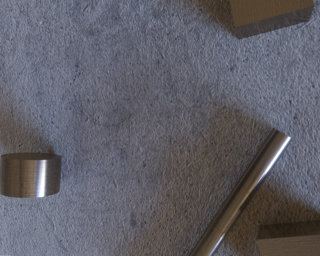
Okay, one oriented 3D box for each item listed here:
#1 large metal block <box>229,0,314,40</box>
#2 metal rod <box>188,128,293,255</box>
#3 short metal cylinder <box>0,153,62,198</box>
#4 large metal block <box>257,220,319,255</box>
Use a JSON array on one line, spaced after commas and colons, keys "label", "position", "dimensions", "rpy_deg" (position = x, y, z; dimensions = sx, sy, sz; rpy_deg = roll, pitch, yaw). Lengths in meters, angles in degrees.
[{"label": "large metal block", "position": [0.121, -0.157, 0.353], "dimensions": [0.080, 0.050, 0.080], "rpy_deg": [-11, 86, 19]}, {"label": "metal rod", "position": [0.068, 0.133, 0.384], "dimensions": [0.025, 0.025, 0.299], "rpy_deg": [34, 100, 16]}, {"label": "short metal cylinder", "position": [-0.184, 0.065, 0.443], "dimensions": [0.080, 0.080, 0.050], "rpy_deg": [4, 92, 19]}, {"label": "large metal block", "position": [0.157, 0.151, 0.340], "dimensions": [0.080, 0.050, 0.080], "rpy_deg": [-12, 86, 19]}]
